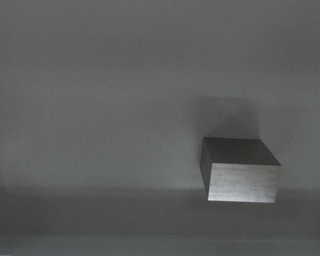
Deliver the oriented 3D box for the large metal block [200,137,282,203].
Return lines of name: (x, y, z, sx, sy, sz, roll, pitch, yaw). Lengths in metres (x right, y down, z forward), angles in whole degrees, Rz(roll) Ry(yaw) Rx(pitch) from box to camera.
large metal block: (0.099, 0.051, 0.401, 0.080, 0.080, 0.050, 3, 110, -1)
